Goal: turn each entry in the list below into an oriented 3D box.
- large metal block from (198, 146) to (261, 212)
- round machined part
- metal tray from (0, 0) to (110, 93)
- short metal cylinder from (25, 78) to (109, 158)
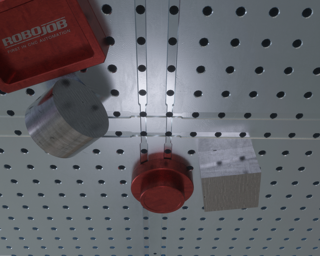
[{"bbox_3d":[0.102,0.078,0.463,0.080,0.050,0.080,-7,130,5],"label":"large metal block"},{"bbox_3d":[0.004,0.097,0.483,0.099,0.042,0.097,0,130,0],"label":"round machined part"},{"bbox_3d":[-0.131,-0.096,0.325,0.130,0.030,0.090,-15,129,12],"label":"metal tray"},{"bbox_3d":[-0.107,-0.011,0.365,0.050,0.080,0.080,-33,123,25],"label":"short metal cylinder"}]
